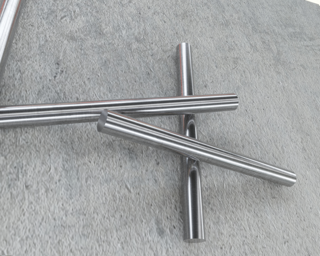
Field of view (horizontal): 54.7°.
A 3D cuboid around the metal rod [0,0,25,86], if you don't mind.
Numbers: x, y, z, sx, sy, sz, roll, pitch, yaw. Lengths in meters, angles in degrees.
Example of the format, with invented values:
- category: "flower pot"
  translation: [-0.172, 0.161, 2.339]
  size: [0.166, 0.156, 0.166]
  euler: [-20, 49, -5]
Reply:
- category: "metal rod"
  translation: [-0.180, -0.084, 0.340]
  size: [0.025, 0.025, 0.299]
  euler: [11, 52, -22]

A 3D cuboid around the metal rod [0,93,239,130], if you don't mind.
- category: "metal rod"
  translation: [-0.034, -0.024, 0.378]
  size: [0.303, 0.025, 0.025]
  euler: [-6, 65, -24]

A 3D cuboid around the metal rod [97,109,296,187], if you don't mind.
- category: "metal rod"
  translation: [0.067, 0.034, 0.388]
  size: [0.302, 0.025, 0.025]
  euler: [18, 54, -29]

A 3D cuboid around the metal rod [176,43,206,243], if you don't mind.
- category: "metal rod"
  translation: [0.039, -0.001, 0.425]
  size: [0.025, 0.025, 0.299]
  euler: [13, 56, -21]
